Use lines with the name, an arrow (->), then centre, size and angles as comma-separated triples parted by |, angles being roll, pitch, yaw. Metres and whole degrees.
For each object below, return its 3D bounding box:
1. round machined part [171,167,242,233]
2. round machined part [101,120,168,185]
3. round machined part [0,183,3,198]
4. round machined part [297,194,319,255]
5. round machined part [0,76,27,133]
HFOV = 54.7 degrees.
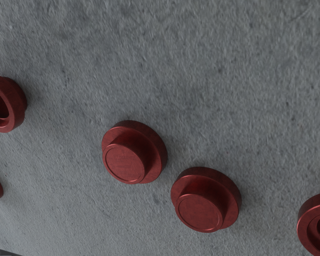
round machined part -> 0.060, 0.105, 0.429 | 0.098, 0.042, 0.097 | 13, 124, 20
round machined part -> -0.042, 0.041, 0.442 | 0.098, 0.042, 0.097 | 13, 124, 20
round machined part -> -0.401, 0.130, 0.683 | 0.098, 0.042, 0.097 | 13, 124, 20
round machined part -> 0.211, 0.109, 0.352 | 0.098, 0.042, 0.097 | 13, 124, 20
round machined part -> -0.257, -0.044, 0.501 | 0.098, 0.042, 0.097 | 13, 124, 20
